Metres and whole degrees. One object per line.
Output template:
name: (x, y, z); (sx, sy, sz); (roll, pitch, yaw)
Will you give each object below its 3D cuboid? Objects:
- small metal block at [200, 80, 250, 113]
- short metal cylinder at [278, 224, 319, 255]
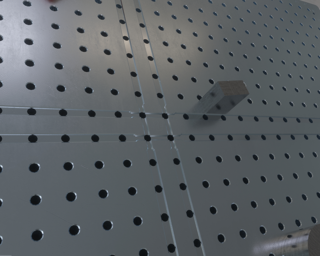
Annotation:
small metal block: (0.098, -0.048, 0.474); (0.050, 0.050, 0.025); (-7, 66, -32)
short metal cylinder: (0.202, 0.169, 0.398); (0.081, 0.050, 0.080); (13, 56, -21)
